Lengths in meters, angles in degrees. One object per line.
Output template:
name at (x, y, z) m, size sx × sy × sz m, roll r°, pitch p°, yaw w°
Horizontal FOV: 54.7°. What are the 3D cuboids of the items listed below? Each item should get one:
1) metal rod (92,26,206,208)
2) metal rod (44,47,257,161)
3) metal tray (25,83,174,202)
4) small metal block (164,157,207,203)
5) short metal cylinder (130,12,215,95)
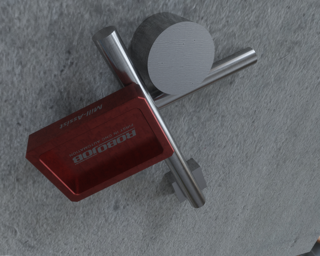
metal rod at (0.003, 0.012, 0.387) m, size 0.025 × 0.025 × 0.299 m, roll -34°, pitch 129°, yaw -6°
metal rod at (-0.009, -0.032, 0.385) m, size 0.302 × 0.025 × 0.025 m, roll -26°, pitch 128°, yaw -12°
metal tray at (-0.061, 0.019, 0.335) m, size 0.130 × 0.030 × 0.090 m, roll -26°, pitch 129°, yaw 3°
small metal block at (0.041, 0.082, 0.483) m, size 0.050 × 0.025 × 0.050 m, roll -30°, pitch 129°, yaw -10°
short metal cylinder at (0.013, -0.084, 0.348) m, size 0.081 × 0.050 × 0.079 m, roll -14°, pitch 125°, yaw -21°
